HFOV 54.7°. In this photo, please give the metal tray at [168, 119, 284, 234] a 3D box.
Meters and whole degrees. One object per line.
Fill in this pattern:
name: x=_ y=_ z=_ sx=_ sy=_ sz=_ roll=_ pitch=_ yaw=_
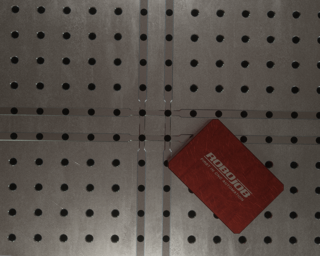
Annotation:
metal tray: x=0.085 y=0.062 z=0.412 sx=0.090 sy=0.030 sz=0.130 roll=-45 pitch=91 yaw=0
